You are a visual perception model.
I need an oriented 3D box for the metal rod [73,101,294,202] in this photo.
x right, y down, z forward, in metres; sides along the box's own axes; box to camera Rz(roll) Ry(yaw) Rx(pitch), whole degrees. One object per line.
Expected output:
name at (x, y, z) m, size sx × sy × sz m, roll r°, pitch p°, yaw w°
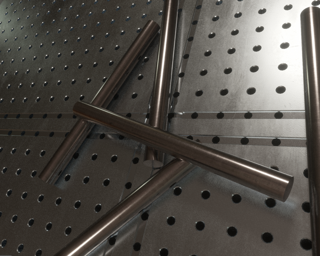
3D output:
metal rod at (0.000, 0.014, 0.365) m, size 0.300 × 0.025 × 0.025 m, roll 20°, pitch 72°, yaw 35°

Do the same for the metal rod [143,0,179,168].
metal rod at (0.006, -0.086, 0.456) m, size 0.025 × 0.025 × 0.299 m, roll -8°, pitch 58°, yaw 24°

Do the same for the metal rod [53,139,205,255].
metal rod at (-0.064, 0.117, 0.368) m, size 0.300 × 0.025 × 0.025 m, roll -39°, pitch 51°, yaw 1°

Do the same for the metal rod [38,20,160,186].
metal rod at (-0.087, -0.047, 0.480) m, size 0.025 × 0.025 × 0.300 m, roll 22°, pitch 73°, yaw 35°

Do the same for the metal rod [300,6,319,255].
metal rod at (0.168, -0.014, 0.328) m, size 0.025 × 0.025 × 0.299 m, roll -3°, pitch 60°, yaw 26°
